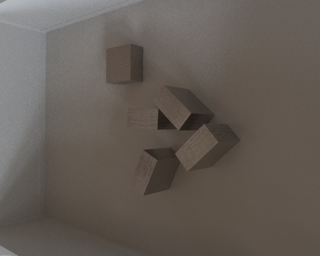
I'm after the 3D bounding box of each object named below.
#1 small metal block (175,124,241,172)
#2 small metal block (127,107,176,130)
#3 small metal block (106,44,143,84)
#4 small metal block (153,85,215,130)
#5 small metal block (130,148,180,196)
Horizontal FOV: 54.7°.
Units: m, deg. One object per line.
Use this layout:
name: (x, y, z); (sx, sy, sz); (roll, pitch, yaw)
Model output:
small metal block: (0.054, 0.021, 0.345); (0.050, 0.050, 0.025); (-49, 62, 29)
small metal block: (-0.006, -0.012, 0.393); (0.050, 0.050, 0.025); (5, 94, 40)
small metal block: (-0.051, -0.090, 0.447); (0.050, 0.025, 0.050); (1, 90, 39)
small metal block: (0.028, -0.023, 0.365); (0.050, 0.050, 0.025); (49, 119, 28)
small metal block: (-0.004, 0.054, 0.392); (0.025, 0.050, 0.050); (33, 110, 35)
